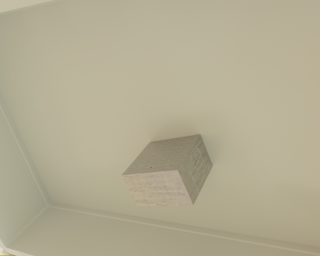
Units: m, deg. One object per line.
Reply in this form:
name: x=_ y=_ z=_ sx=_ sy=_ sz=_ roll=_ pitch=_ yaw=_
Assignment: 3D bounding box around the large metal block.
large metal block: x=0.012 y=0.054 z=0.399 sx=0.080 sy=0.080 sz=0.050 roll=-10 pitch=113 yaw=32
